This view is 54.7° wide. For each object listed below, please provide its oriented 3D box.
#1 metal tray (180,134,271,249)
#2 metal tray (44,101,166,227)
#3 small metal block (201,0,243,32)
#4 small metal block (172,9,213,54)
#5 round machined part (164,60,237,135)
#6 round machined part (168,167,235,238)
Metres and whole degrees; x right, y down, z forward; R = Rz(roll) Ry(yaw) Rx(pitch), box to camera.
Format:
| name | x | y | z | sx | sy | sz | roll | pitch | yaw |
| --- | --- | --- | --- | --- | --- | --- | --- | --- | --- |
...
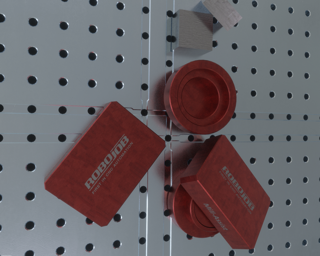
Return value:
| name | x | y | z | sx | sy | sz | roll | pitch | yaw |
| --- | --- | --- | --- | --- | --- | --- | --- | --- | --- |
| metal tray | 0.092 | 0.085 | 0.417 | 0.130 | 0.030 | 0.090 | 52 | 48 | -14 |
| metal tray | -0.066 | 0.043 | 0.386 | 0.090 | 0.030 | 0.130 | 40 | 77 | -16 |
| small metal block | 0.084 | -0.165 | 0.427 | 0.050 | 0.050 | 0.025 | 42 | 113 | -15 |
| small metal block | 0.045 | -0.132 | 0.429 | 0.050 | 0.025 | 0.050 | 1 | 90 | -20 |
| round machined part | 0.051 | -0.040 | 0.422 | 0.099 | 0.042 | 0.097 | 0 | 90 | -20 |
| round machined part | 0.064 | 0.103 | 0.427 | 0.099 | 0.042 | 0.097 | 0 | 90 | -20 |
